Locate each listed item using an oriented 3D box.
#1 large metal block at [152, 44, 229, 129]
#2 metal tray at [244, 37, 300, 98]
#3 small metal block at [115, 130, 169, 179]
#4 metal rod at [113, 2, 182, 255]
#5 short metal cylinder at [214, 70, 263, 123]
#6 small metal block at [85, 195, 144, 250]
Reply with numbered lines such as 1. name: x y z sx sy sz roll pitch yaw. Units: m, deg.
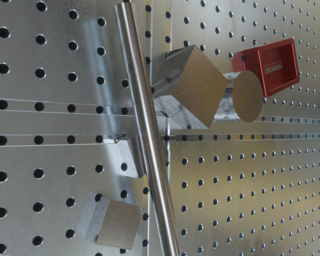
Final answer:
1. large metal block: 0.040 -0.053 0.426 0.080 0.050 0.080 38 67 -33
2. metal tray: 0.214 -0.115 0.584 0.131 0.030 0.089 -23 105 -38
3. small metal block: -0.022 0.029 0.391 0.050 0.025 0.050 -26 107 -37
4. metal rod: -0.013 0.009 0.365 0.025 0.025 0.298 -17 100 -39
5. short metal cylinder: 0.119 -0.048 0.492 0.081 0.050 0.080 0 90 -40
6. small metal block: -0.053 0.112 0.365 0.050 0.025 0.050 27 73 -37
